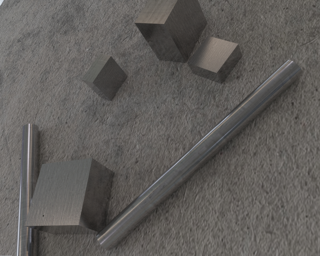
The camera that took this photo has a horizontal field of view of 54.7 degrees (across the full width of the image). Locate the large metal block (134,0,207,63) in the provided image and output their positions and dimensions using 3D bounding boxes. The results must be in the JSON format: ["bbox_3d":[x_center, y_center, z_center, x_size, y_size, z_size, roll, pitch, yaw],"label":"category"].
[{"bbox_3d":[0.019,-0.154,0.453,0.050,0.080,0.080,15,70,34],"label":"large metal block"}]

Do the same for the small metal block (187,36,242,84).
[{"bbox_3d":[0.075,-0.093,0.422,0.050,0.025,0.050,29,78,37],"label":"small metal block"}]

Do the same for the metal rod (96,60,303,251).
[{"bbox_3d":[0.046,0.030,0.360,0.300,0.025,0.025,-42,51,-1],"label":"metal rod"}]

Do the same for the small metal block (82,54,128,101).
[{"bbox_3d":[-0.084,-0.078,0.480,0.025,0.050,0.050,20,72,35],"label":"small metal block"}]

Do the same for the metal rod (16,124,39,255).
[{"bbox_3d":[-0.182,0.117,0.427,0.025,0.025,0.299,-25,53,12],"label":"metal rod"}]

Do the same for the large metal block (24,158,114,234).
[{"bbox_3d":[-0.111,0.088,0.392,0.080,0.050,0.080,-9,58,23],"label":"large metal block"}]
